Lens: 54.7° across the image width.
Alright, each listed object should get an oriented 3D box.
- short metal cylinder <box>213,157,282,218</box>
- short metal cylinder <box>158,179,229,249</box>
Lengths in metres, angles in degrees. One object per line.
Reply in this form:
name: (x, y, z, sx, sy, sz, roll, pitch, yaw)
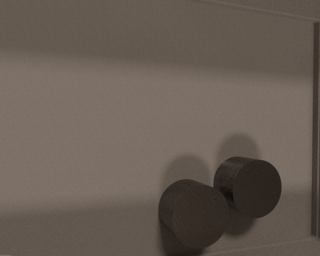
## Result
short metal cylinder: (0.125, 0.083, 0.445, 0.081, 0.050, 0.079, 0, 90, -21)
short metal cylinder: (0.044, 0.112, 0.415, 0.081, 0.050, 0.079, 0, 90, -21)
